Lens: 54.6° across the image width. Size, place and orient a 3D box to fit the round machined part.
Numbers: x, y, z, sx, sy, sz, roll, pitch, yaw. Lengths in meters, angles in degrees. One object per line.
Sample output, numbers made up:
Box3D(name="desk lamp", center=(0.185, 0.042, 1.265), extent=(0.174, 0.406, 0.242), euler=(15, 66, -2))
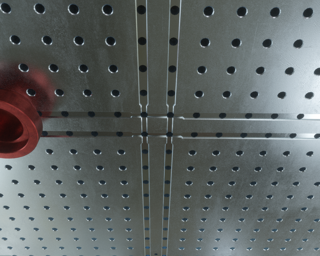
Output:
Box3D(name="round machined part", center=(-0.198, -0.010, 0.390), extent=(0.099, 0.042, 0.097), euler=(0, 130, 0))
